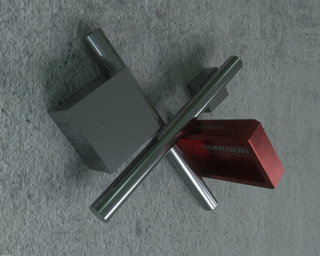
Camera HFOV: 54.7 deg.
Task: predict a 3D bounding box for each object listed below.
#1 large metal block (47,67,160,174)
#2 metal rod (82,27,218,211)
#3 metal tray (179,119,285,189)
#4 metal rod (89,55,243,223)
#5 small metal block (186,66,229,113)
[{"bbox_3d":[-0.059,-0.009,0.341,0.080,0.050,0.080,-44,117,-31],"label":"large metal block"},{"bbox_3d":[0.000,0.006,0.408,0.025,0.025,0.299,-50,120,-29],"label":"metal rod"},{"bbox_3d":[0.084,0.032,0.410,0.030,0.130,0.090,-50,120,-28],"label":"metal tray"},{"bbox_3d":[0.025,-0.005,0.396,0.301,0.025,0.025,-47,118,-30],"label":"metal rod"},{"bbox_3d":[0.073,-0.058,0.469,0.050,0.025,0.050,-43,116,-32],"label":"small metal block"}]
